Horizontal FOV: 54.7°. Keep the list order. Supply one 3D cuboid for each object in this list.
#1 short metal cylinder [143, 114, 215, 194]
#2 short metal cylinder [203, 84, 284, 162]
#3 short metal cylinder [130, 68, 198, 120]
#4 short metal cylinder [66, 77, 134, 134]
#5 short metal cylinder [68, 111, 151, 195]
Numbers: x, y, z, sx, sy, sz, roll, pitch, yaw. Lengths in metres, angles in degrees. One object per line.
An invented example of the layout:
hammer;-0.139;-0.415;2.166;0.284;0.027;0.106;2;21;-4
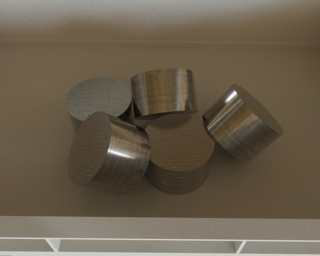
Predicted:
short metal cylinder;0.020;0.030;0.362;0.081;0.050;0.080;0;50;0
short metal cylinder;0.097;-0.006;0.367;0.080;0.050;0.080;35;26;-19
short metal cylinder;0.005;-0.040;0.391;0.081;0.080;0.050;-6;86;-6
short metal cylinder;-0.076;-0.021;0.402;0.081;0.050;0.080;0;50;0
short metal cylinder;-0.056;0.028;0.335;0.050;0.080;0.080;24;37;-38
